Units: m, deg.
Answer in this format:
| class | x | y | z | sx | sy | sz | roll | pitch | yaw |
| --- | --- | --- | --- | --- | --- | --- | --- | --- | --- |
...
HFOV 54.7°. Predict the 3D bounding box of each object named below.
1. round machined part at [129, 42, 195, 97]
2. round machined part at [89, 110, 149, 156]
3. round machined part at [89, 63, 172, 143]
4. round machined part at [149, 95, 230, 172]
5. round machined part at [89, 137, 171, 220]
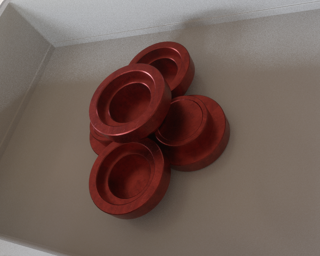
| class | x | y | z | sx | sy | sz | roll | pitch | yaw |
| --- | --- | --- | --- | --- | --- | --- | --- | --- | --- |
| round machined part | 0.002 | -0.069 | 0.432 | 0.098 | 0.042 | 0.098 | -13 | 56 | 20 |
| round machined part | -0.056 | -0.003 | 0.422 | 0.098 | 0.042 | 0.098 | -13 | 56 | 20 |
| round machined part | -0.031 | -0.025 | 0.369 | 0.098 | 0.042 | 0.098 | -13 | 56 | 20 |
| round machined part | 0.031 | 0.000 | 0.375 | 0.098 | 0.042 | 0.098 | -13 | 56 | 20 |
| round machined part | -0.032 | 0.060 | 0.371 | 0.098 | 0.042 | 0.098 | -13 | 56 | 20 |
